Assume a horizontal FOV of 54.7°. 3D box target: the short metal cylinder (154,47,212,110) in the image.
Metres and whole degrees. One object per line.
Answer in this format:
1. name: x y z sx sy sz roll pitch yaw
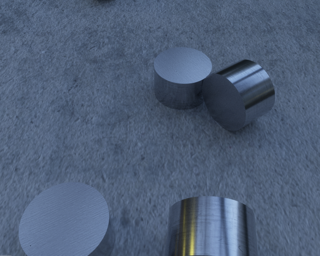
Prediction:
1. short metal cylinder: 0.032 -0.072 0.448 0.081 0.050 0.080 0 50 0

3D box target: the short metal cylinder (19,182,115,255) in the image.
1. short metal cylinder: -0.087 0.100 0.302 0.081 0.050 0.080 0 50 0

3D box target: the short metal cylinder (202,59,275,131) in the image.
1. short metal cylinder: 0.101 -0.043 0.405 0.050 0.080 0.080 -28 56 -22

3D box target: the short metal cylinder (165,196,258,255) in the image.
1. short metal cylinder: 0.046 0.104 0.281 0.080 0.080 0.050 5 50 4
